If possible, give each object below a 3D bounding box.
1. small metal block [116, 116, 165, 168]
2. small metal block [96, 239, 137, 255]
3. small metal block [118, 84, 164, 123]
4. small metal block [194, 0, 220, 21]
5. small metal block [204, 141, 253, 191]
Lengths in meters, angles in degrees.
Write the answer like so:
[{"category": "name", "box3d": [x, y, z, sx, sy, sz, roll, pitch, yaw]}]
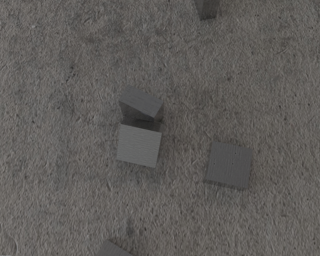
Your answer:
[{"category": "small metal block", "box3d": [-0.024, 0.017, 0.387, 0.050, 0.050, 0.025, 12, 25, 4]}, {"category": "small metal block", "box3d": [-0.051, 0.161, 0.349, 0.050, 0.025, 0.050, 28, 72, 9]}, {"category": "small metal block", "box3d": [-0.023, -0.025, 0.404, 0.050, 0.050, 0.025, 27, 72, 9]}, {"category": "small metal block", "box3d": [0.070, -0.201, 0.469, 0.025, 0.050, 0.050, -11, 71, -4]}, {"category": "small metal block", "box3d": [0.086, 0.048, 0.391, 0.050, 0.025, 0.050, 12, 70, 4]}]
